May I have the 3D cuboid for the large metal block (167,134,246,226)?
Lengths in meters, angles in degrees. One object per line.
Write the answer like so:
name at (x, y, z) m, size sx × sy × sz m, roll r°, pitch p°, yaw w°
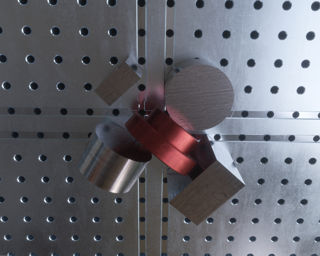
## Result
large metal block at (0.056, 0.066, 0.410) m, size 0.050 × 0.080 × 0.080 m, roll 42°, pitch 105°, yaw -14°

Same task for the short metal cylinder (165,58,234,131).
short metal cylinder at (0.046, -0.043, 0.384) m, size 0.081 × 0.050 × 0.079 m, roll 0°, pitch 110°, yaw -1°

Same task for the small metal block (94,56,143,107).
small metal block at (-0.049, -0.058, 0.378) m, size 0.050 × 0.050 × 0.025 m, roll -40°, pitch 106°, yaw 13°

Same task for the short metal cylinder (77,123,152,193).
short metal cylinder at (-0.058, 0.037, 0.397) m, size 0.080 × 0.080 × 0.050 m, roll 29°, pitch 107°, yaw -11°

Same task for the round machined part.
round machined part at (0.008, 0.011, 0.379) m, size 0.098 × 0.098 × 0.042 m, roll 39°, pitch 93°, yaw -14°
